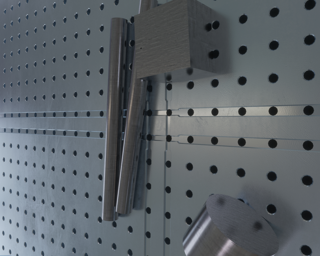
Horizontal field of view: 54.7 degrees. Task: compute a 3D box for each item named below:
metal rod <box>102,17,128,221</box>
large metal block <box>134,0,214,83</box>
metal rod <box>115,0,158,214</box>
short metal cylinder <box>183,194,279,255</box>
[{"bbox_3d":[-0.068,-0.011,0.465,0.025,0.025,0.298,5,93,40],"label":"metal rod"},{"bbox_3d":[0.016,-0.103,0.380,0.080,0.050,0.080,-4,87,40],"label":"large metal block"},{"bbox_3d":[-0.034,-0.026,0.437,0.025,0.025,0.298,12,98,39],"label":"metal rod"},{"bbox_3d":[0.071,0.114,0.315,0.080,0.081,0.050,42,115,32],"label":"short metal cylinder"}]
